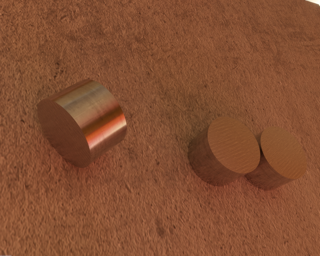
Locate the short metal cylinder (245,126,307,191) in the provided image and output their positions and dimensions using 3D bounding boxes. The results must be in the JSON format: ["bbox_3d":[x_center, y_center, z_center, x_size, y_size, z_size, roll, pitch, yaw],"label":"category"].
[{"bbox_3d":[0.161,0.044,0.447,0.081,0.050,0.080,14,56,-21],"label":"short metal cylinder"}]

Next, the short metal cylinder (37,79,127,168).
[{"bbox_3d":[-0.082,-0.005,0.327,0.080,0.080,0.050,48,51,5],"label":"short metal cylinder"}]

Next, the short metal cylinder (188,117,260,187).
[{"bbox_3d":[0.085,0.032,0.414,0.081,0.050,0.080,14,56,-21],"label":"short metal cylinder"}]
